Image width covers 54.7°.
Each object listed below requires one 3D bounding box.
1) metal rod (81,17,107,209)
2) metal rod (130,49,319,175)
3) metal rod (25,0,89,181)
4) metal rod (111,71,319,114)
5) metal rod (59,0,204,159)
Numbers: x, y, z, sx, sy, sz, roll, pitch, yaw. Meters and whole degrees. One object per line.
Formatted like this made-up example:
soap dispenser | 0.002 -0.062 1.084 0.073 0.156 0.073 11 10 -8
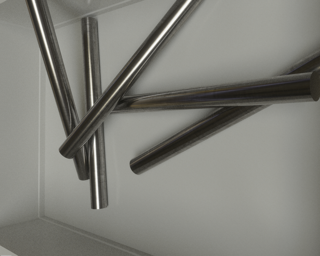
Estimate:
metal rod | -0.105 -0.025 0.490 0.025 0.025 0.298 -7 86 39
metal rod | 0.072 -0.012 0.346 0.299 0.025 0.025 -32 70 35
metal rod | -0.141 -0.055 0.442 0.025 0.025 0.298 14 123 39
metal rod | 0.024 -0.033 0.363 0.300 0.025 0.025 0 90 46
metal rod | -0.042 -0.068 0.409 0.299 0.025 0.025 -47 62 19
